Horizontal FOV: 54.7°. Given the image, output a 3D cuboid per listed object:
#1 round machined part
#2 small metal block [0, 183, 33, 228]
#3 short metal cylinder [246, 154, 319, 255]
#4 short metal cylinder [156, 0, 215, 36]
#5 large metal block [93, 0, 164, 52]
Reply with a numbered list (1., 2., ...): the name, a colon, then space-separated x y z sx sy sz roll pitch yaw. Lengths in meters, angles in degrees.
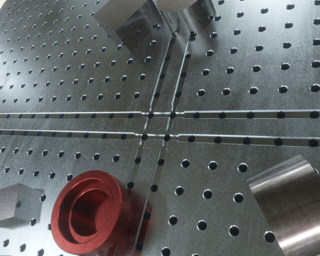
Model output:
1. round machined part: -0.079 0.104 0.375 0.098 0.042 0.098 -13 56 21
2. small metal block: -0.220 0.114 0.454 0.050 0.025 0.050 -18 55 18
3. short metal cylinder: 0.117 0.069 0.269 0.050 0.080 0.080 -28 52 11
4. short metal cylinder: 0.042 -0.193 0.489 0.080 0.050 0.080 -13 56 21
5. large metal block: -0.055 -0.191 0.539 0.080 0.050 0.080 -45 51 -3
